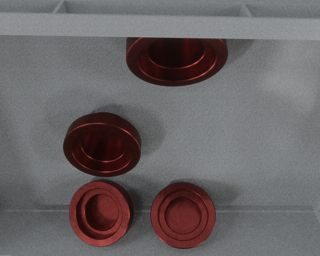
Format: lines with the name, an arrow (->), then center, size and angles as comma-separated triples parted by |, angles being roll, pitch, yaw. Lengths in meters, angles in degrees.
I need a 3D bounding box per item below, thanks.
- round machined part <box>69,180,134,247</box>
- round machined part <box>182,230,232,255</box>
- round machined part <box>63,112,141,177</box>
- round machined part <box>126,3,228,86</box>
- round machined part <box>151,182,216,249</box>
round machined part -> -0.087, 0.130, 0.485 | 0.098, 0.042, 0.097 | -1, 86, 14
round machined part -> 0.094, 0.247, 0.612 | 0.099, 0.042, 0.097 | -1, 130, 0
round machined part -> -0.074, 0.018, 0.412 | 0.099, 0.042, 0.097 | -1, 130, 0
round machined part -> 0.016, -0.084, 0.310 | 0.099, 0.042, 0.098 | -2, 157, 0
round machined part -> 0.036, 0.138, 0.487 | 0.099, 0.098, 0.042 | -4, 156, 3
